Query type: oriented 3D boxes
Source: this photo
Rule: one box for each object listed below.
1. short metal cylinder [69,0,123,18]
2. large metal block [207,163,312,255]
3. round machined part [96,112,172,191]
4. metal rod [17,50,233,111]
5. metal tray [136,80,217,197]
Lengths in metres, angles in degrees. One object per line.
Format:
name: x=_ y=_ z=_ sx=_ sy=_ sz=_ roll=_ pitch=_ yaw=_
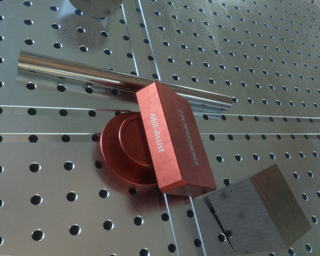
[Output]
short metal cylinder: x=-0.092 y=-0.210 z=0.452 sx=0.081 sy=0.080 sz=0.050 roll=15 pitch=56 yaw=-20
large metal block: x=0.115 y=0.099 z=0.371 sx=0.050 sy=0.080 sz=0.080 roll=-17 pitch=75 yaw=-35
round machined part: x=-0.023 y=0.022 z=0.372 sx=0.099 sy=0.042 sz=0.098 roll=13 pitch=56 yaw=-21
metal rod: x=-0.030 y=-0.059 z=0.427 sx=0.302 sy=0.025 sz=0.025 roll=8 pitch=58 yaw=-24
metal tray: x=0.021 y=0.015 z=0.379 sx=0.090 sy=0.030 sz=0.130 roll=24 pitch=45 yaw=-54
